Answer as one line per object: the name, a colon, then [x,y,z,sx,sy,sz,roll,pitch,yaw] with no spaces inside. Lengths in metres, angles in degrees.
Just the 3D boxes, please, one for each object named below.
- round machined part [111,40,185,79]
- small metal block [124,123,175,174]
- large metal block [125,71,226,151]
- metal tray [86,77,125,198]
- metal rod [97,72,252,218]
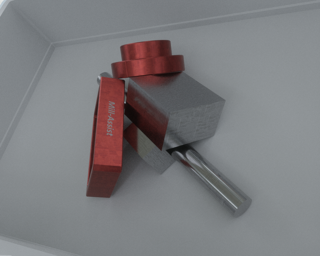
round machined part: [-0.017,-0.093,0.419,0.098,0.099,0.042,-2,102,27]
small metal block: [-0.014,0.023,0.379,0.025,0.050,0.050,-44,51,-2]
large metal block: [0.015,-0.024,0.368,0.081,0.050,0.080,-14,41,-35]
metal tray: [-0.069,0.012,0.391,0.030,0.089,0.130,7,56,-15]
metal rod: [-0.003,0.001,0.403,0.025,0.025,0.300,-45,51,-3]
